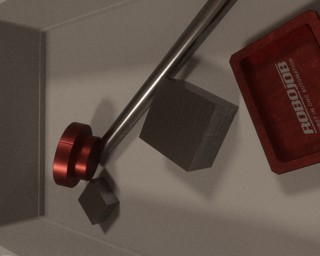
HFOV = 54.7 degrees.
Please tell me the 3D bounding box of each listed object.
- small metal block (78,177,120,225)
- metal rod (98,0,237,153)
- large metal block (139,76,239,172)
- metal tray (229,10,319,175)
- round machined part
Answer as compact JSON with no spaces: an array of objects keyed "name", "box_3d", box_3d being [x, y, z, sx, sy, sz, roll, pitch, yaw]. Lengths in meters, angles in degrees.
[{"name":"small metal block","box_3d":[-0.097,0.114,0.484,0.050,0.025,0.050,50,119,28]},{"name":"metal rod","box_3d":[0.004,-0.070,0.401,0.299,0.025,0.025,-48,62,28]},{"name":"large metal block","box_3d":[0.032,-0.006,0.363,0.080,0.050,0.079,33,110,34]},{"name":"metal tray","box_3d":[0.131,-0.031,0.294,0.090,0.030,0.129,-27,73,36]},{"name":"round machined part","box_3d":[-0.119,0.043,0.467,0.042,0.098,0.097,13,100,4]}]
